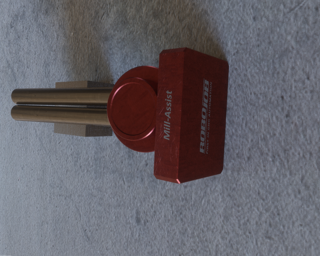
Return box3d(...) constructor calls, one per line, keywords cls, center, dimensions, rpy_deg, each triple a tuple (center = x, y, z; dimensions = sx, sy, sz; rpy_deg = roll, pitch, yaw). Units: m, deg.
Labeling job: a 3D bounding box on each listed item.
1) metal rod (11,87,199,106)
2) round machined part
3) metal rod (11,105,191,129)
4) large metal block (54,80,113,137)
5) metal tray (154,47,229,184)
box3d(cls="metal rod", center=(-0.088, -0.042, 0.418), dimensions=(0.301, 0.025, 0.025), rpy_deg=(3, 92, 27))
box3d(cls="round machined part", center=(-0.020, -0.021, 0.346), dimensions=(0.098, 0.042, 0.097), rpy_deg=(1, 93, 29))
box3d(cls="metal rod", center=(-0.089, -0.016, 0.419), dimensions=(0.301, 0.025, 0.025), rpy_deg=(4, 92, 27))
box3d(cls="large metal block", center=(-0.118, -0.030, 0.480), dimensions=(0.080, 0.050, 0.079), rpy_deg=(4, 93, 39))
box3d(cls="metal tray", center=(0.036, -0.012, 0.332), dimensions=(0.030, 0.091, 0.129), rpy_deg=(5, 93, 40))
